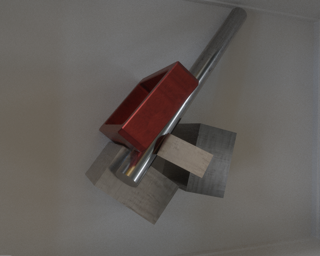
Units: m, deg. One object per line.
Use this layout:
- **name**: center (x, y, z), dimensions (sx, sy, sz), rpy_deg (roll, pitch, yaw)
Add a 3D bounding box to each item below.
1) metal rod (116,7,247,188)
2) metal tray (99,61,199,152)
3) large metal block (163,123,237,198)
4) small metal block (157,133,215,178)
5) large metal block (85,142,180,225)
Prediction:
- **metal rod**: center (0.041, -0.057, 0.377), dimensions (0.025, 0.025, 0.301), rpy_deg (43, 59, -15)
- **metal tray**: center (-0.019, -0.021, 0.346), dimensions (0.030, 0.130, 0.090), rpy_deg (42, 78, -15)
- **large metal block**: center (0.047, 0.039, 0.400), dimensions (0.050, 0.080, 0.080), rpy_deg (14, 85, -20)
- **small metal block**: center (0.029, 0.029, 0.329), dimensions (0.050, 0.050, 0.025), rpy_deg (26, 89, 13)
- **large metal block**: center (-0.036, 0.062, 0.369), dimensions (0.080, 0.080, 0.050), rpy_deg (38, 78, -17)
